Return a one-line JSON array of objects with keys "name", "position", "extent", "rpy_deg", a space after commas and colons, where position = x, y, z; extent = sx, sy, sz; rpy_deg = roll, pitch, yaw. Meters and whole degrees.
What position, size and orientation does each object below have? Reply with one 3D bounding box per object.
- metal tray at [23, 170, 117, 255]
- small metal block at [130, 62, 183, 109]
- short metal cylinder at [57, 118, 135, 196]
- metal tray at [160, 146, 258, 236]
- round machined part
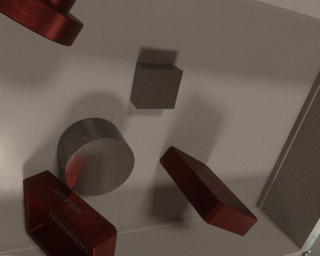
[{"name": "metal tray", "position": [-0.107, 0.118, 0.355], "extent": [0.030, 0.130, 0.089], "rpy_deg": [-23, 132, -46]}, {"name": "small metal block", "position": [-0.005, -0.051, 0.376], "extent": [0.050, 0.025, 0.050], "rpy_deg": [-2, 119, -28]}, {"name": "short metal cylinder", "position": [-0.077, 0.034, 0.372], "extent": [0.081, 0.050, 0.079], "rpy_deg": [-14, 124, -21]}, {"name": "metal tray", "position": [0.064, 0.085, 0.430], "extent": [0.090, 0.130, 0.030], "rpy_deg": [31, 101, -38]}, {"name": "round machined part", "position": [-0.102, -0.109, 0.239], "extent": [0.098, 0.098, 0.042], "rpy_deg": [27, 103, -38]}]
